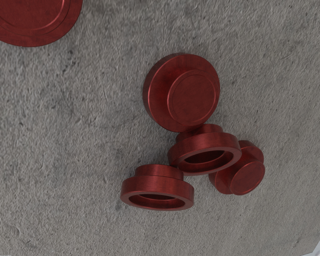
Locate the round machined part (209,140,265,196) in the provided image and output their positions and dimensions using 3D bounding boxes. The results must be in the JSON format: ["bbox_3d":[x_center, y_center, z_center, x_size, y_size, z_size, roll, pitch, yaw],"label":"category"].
[{"bbox_3d":[0.134,0.072,0.513,0.099,0.042,0.097,-14,124,-21],"label":"round machined part"}]

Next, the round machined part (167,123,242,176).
[{"bbox_3d":[0.058,0.028,0.427,0.099,0.042,0.098,-8,152,-4],"label":"round machined part"}]

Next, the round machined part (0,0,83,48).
[{"bbox_3d":[-0.114,-0.116,0.261,0.099,0.042,0.097,-14,124,-21],"label":"round machined part"}]

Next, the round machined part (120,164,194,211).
[{"bbox_3d":[-0.003,0.080,0.423,0.099,0.042,0.098,4,152,2],"label":"round machined part"}]

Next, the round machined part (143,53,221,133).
[{"bbox_3d":[0.032,-0.040,0.377,0.099,0.042,0.097,-8,111,-22],"label":"round machined part"}]
